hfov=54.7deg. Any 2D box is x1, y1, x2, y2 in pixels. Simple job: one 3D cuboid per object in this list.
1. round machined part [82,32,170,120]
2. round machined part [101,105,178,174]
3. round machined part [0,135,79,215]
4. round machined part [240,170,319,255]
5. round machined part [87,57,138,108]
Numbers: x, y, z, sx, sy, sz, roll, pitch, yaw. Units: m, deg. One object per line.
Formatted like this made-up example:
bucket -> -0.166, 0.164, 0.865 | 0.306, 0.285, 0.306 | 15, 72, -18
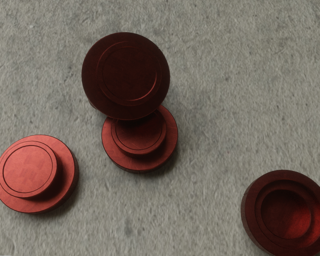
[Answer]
round machined part -> -0.036, -0.057, 0.342 | 0.099, 0.042, 0.097 | 0, 92, -14
round machined part -> -0.026, 0.007, 0.396 | 0.099, 0.042, 0.098 | 0, 70, -1
round machined part -> -0.153, 0.054, 0.378 | 0.099, 0.042, 0.098 | 0, 70, -1
round machined part -> 0.144, 0.101, 0.364 | 0.099, 0.042, 0.098 | 0, 70, -1
round machined part -> -0.050, -0.066, 0.400 | 0.099, 0.042, 0.098 | -6, 41, 6
